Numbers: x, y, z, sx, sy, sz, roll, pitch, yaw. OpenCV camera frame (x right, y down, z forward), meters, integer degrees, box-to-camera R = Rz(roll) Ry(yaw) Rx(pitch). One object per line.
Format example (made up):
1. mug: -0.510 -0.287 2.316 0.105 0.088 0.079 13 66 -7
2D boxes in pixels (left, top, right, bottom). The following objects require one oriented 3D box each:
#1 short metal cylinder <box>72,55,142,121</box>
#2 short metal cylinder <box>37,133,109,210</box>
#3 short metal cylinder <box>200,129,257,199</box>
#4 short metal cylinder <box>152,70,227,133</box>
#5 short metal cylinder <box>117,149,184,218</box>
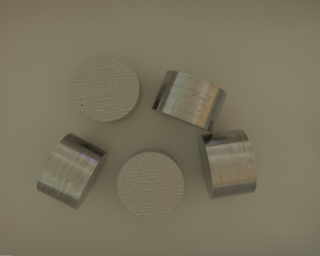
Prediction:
1. short metal cylinder: -0.065 -0.048 0.396 0.081 0.050 0.079 0 90 -1
2. short metal cylinder: -0.105 0.052 0.380 0.050 0.080 0.080 27 90 -1
3. short metal cylinder: 0.081 0.044 0.383 0.050 0.080 0.080 -9 90 0
4. short metal cylinder: 0.036 -0.032 0.384 0.080 0.080 0.050 22 90 -1
5. short metal cylinder: -0.011 0.069 0.397 0.081 0.050 0.079 0 90 -1
